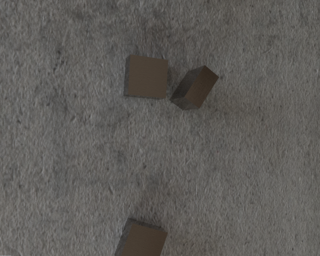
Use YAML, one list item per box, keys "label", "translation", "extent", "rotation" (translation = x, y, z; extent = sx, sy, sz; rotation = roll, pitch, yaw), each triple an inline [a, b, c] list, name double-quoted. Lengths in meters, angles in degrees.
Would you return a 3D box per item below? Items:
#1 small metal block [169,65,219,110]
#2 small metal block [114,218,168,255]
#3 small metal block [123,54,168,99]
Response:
- label: "small metal block"
  translation: [0.044, -0.052, 0.413]
  extent: [0.025, 0.050, 0.050]
  rotation: [36, 78, -17]
- label: "small metal block"
  translation: [-0.025, 0.150, 0.401]
  extent: [0.050, 0.025, 0.050]
  rotation: [22, 83, -19]
- label: "small metal block"
  translation: [-0.019, -0.065, 0.403]
  extent: [0.050, 0.025, 0.050]
  rotation: [4, 89, -20]
